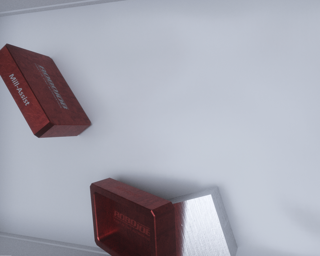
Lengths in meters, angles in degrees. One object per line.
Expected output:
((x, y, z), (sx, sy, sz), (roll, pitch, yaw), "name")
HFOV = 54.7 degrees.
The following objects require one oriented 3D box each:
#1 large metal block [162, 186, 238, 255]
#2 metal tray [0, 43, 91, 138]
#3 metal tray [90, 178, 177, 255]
((0.042, 0.125, 0.382), (0.080, 0.050, 0.080), (-19, 84, 18), "large metal block")
((-0.161, -0.049, 0.431), (0.030, 0.090, 0.130), (-37, 79, 16), "metal tray")
((-0.037, 0.121, 0.381), (0.130, 0.030, 0.089), (8, 105, 47), "metal tray")
